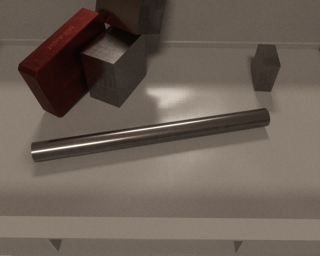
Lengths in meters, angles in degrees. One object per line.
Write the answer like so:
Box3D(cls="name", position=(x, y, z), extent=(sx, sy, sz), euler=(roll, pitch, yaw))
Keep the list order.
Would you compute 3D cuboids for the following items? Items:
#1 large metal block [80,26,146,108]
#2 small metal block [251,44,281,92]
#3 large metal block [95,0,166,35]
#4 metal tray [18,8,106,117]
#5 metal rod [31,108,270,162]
Box3D(cls="large metal block", position=(-0.062, -0.090, 0.444), extent=(0.050, 0.080, 0.080), euler=(21, 53, 16))
Box3D(cls="small metal block", position=(0.158, -0.090, 0.467), extent=(0.025, 0.050, 0.050), euler=(4, 50, 3))
Box3D(cls="large metal block", position=(-0.039, -0.178, 0.420), extent=(0.080, 0.079, 0.050), euler=(29, 31, 28))
Box3D(cls="metal tray", position=(-0.121, -0.089, 0.425), extent=(0.030, 0.090, 0.130), euler=(25, 62, 19))
Box3D(cls="metal rod", position=(-0.005, 0.007, 0.398), extent=(0.302, 0.025, 0.025), euler=(-9, 51, -8))
